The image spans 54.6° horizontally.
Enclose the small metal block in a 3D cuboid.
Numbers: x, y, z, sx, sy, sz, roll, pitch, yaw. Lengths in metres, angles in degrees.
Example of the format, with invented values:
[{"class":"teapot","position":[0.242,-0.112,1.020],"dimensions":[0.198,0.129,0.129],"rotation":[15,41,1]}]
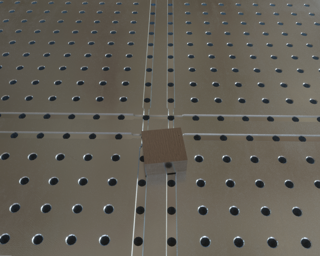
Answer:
[{"class":"small metal block","position":[0.004,0.028,0.384],"dimensions":[0.050,0.025,0.050],"rotation":[-5,50,-4]}]
